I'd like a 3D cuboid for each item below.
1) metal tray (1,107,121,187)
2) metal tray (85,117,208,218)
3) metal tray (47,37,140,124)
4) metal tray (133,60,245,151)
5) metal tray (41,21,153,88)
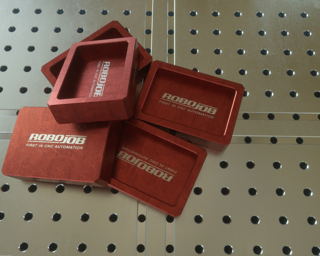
[{"bbox_3d":[-0.121,0.021,0.383,0.130,0.030,0.090,2,70,15],"label":"metal tray"},{"bbox_3d":[-0.018,0.045,0.392,0.130,0.030,0.090,24,72,8],"label":"metal tray"},{"bbox_3d":[-0.076,-0.063,0.386,0.090,0.030,0.130,-4,46,6],"label":"metal tray"},{"bbox_3d":[0.039,-0.031,0.419,0.130,0.030,0.090,17,71,6],"label":"metal tray"},{"bbox_3d":[-0.086,-0.084,0.438,0.130,0.030,0.090,-38,74,-13],"label":"metal tray"}]
